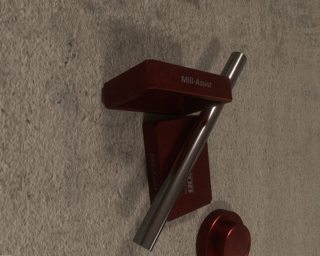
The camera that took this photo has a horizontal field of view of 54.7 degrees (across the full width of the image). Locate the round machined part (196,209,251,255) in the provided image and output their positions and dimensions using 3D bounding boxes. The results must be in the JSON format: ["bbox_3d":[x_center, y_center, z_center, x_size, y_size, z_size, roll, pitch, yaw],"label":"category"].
[{"bbox_3d":[0.106,0.180,0.486,0.099,0.042,0.097,0,90,-40],"label":"round machined part"}]

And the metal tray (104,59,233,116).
[{"bbox_3d":[0.011,-0.042,0.371,0.131,0.090,0.030,3,78,-40],"label":"metal tray"}]

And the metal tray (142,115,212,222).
[{"bbox_3d":[0.027,0.050,0.426,0.091,0.030,0.129,-10,97,-40],"label":"metal tray"}]

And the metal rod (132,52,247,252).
[{"bbox_3d":[0.049,0.014,0.408,0.025,0.025,0.300,45,63,-31],"label":"metal rod"}]
